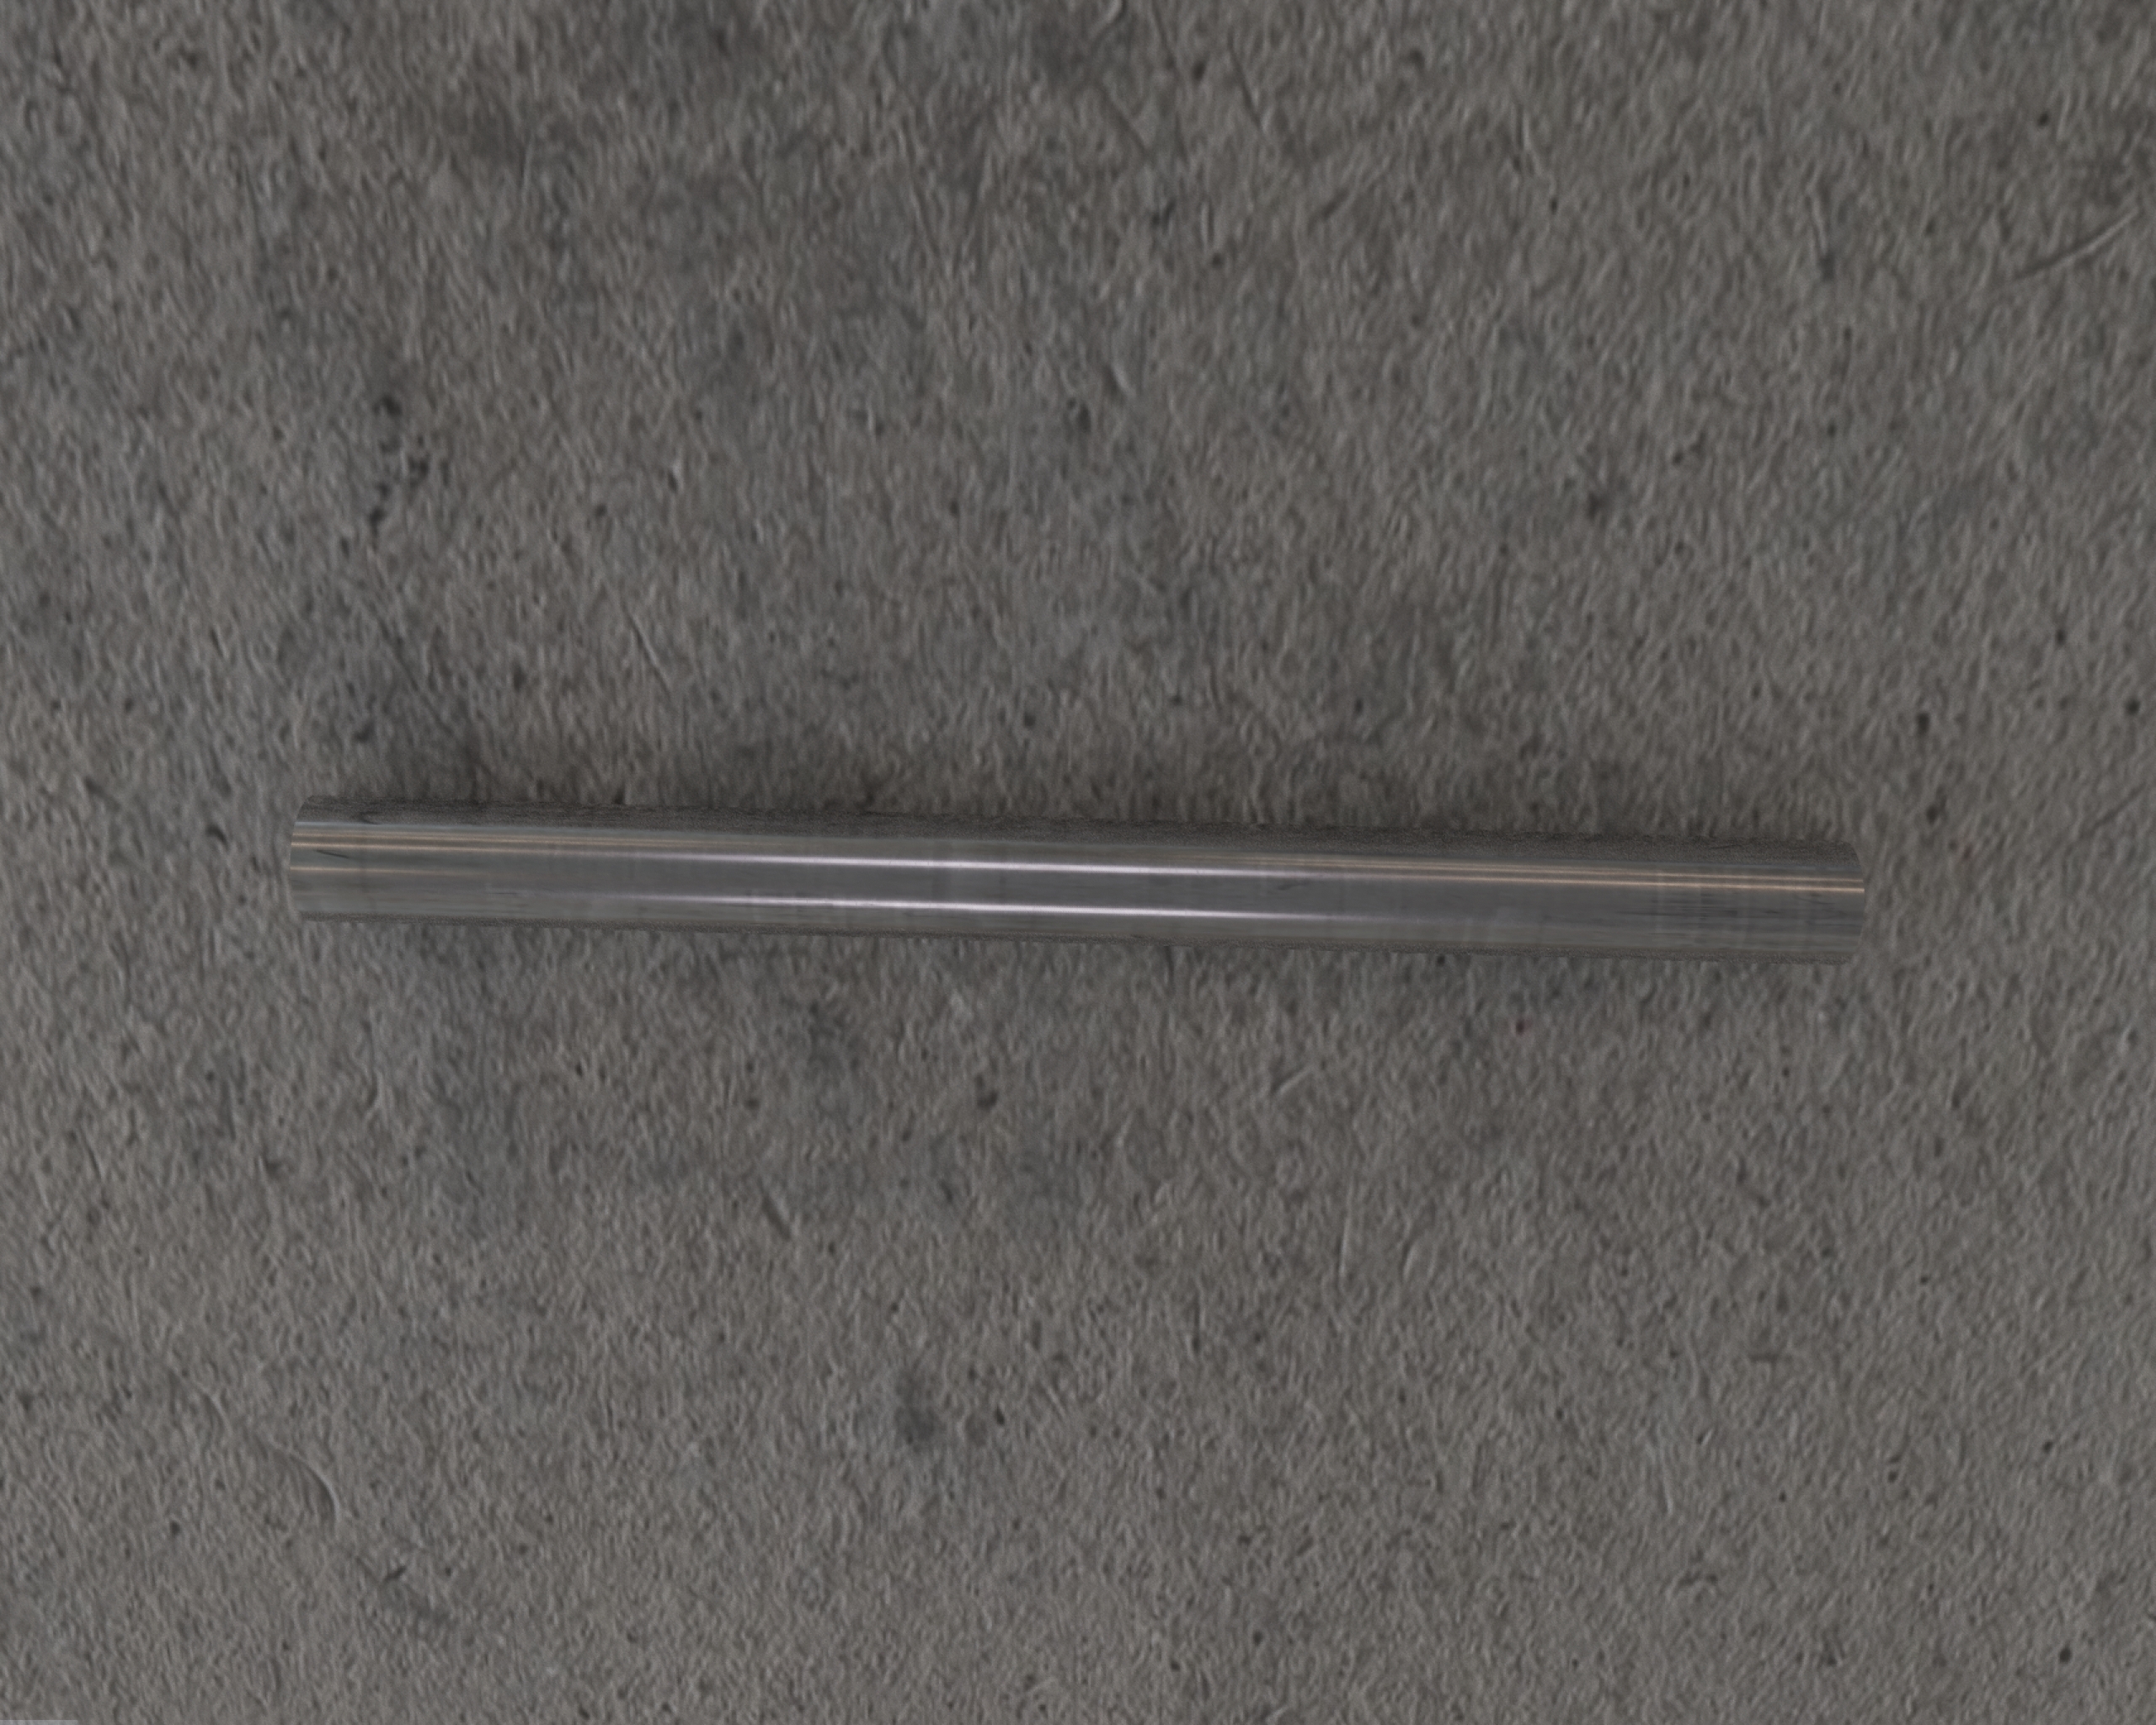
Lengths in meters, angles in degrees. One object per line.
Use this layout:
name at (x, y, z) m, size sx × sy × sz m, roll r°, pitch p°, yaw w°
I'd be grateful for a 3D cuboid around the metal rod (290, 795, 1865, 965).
metal rod at (0.001, 0.004, 0.412) m, size 0.302 × 0.025 × 0.025 m, roll 2°, pitch 110°, yaw -1°
